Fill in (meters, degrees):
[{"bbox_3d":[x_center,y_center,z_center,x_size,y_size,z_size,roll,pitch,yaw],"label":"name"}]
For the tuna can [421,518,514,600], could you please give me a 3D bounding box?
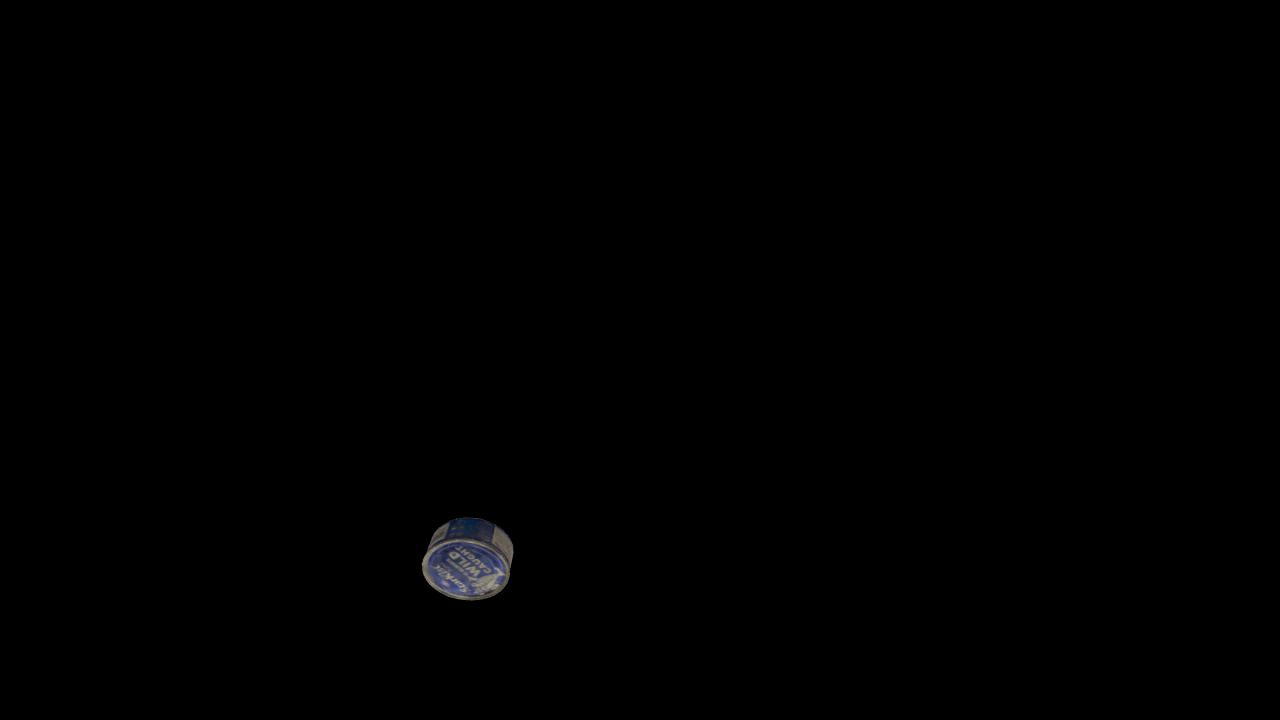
[{"bbox_3d":[-0.168,0.196,0.607,0.084,0.084,0.034,0,30,-2],"label":"tuna can"}]
